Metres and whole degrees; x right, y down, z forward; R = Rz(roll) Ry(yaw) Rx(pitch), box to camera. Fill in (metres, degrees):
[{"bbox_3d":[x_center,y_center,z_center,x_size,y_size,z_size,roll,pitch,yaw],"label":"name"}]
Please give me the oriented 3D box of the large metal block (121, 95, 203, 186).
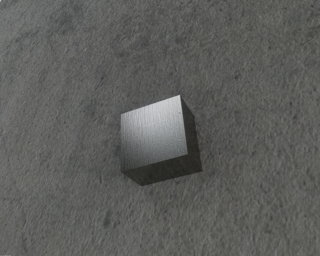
[{"bbox_3d":[0.000,0.017,0.376,0.080,0.050,0.080,-17,55,18],"label":"large metal block"}]
